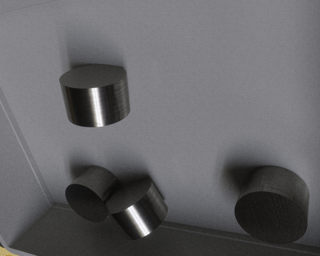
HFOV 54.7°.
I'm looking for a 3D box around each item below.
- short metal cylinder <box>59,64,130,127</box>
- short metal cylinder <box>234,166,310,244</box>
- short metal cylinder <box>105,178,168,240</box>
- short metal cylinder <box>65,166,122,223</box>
[{"bbox_3d":[-0.080,-0.043,0.389,0.080,0.080,0.050,11,123,22],"label":"short metal cylinder"},{"bbox_3d":[0.137,0.093,0.378,0.080,0.050,0.079,13,124,21],"label":"short metal cylinder"},{"bbox_3d":[-0.035,0.120,0.466,0.080,0.080,0.050,-19,108,35],"label":"short metal cylinder"},{"bbox_3d":[-0.109,0.110,0.518,0.080,0.050,0.079,13,124,21],"label":"short metal cylinder"}]
